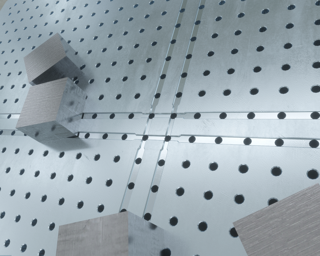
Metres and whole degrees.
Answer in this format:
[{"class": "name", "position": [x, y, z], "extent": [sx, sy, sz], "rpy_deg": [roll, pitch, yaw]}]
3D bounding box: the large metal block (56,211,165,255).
[{"class": "large metal block", "position": [-0.048, 0.128, 0.320], "extent": [0.080, 0.080, 0.050], "rpy_deg": [-17, 55, 19]}]

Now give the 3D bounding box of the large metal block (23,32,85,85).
[{"class": "large metal block", "position": [-0.194, -0.114, 0.566], "extent": [0.080, 0.050, 0.080], "rpy_deg": [-34, 51, 6]}]

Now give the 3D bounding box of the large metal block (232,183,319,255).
[{"class": "large metal block", "position": [0.121, 0.106, 0.264], "extent": [0.080, 0.050, 0.080], "rpy_deg": [-29, 52, 10]}]

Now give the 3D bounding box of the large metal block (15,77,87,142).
[{"class": "large metal block", "position": [-0.174, -0.028, 0.503], "extent": [0.080, 0.050, 0.080], "rpy_deg": [-9, 58, 23]}]
